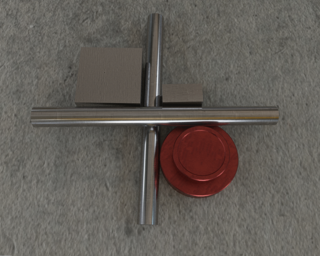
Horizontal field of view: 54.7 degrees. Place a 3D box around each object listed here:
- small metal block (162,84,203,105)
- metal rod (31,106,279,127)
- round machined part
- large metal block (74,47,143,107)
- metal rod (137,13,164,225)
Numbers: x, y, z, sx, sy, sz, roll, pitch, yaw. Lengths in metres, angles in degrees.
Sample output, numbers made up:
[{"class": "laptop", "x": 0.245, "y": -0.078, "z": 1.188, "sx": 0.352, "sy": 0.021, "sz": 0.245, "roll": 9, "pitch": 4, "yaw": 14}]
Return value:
[{"class": "small metal block", "x": 0.028, "y": -0.036, "z": 0.410, "sx": 0.050, "sy": 0.050, "sz": 0.025, "roll": -1, "pitch": 70, "yaw": -1}, {"class": "metal rod", "x": -0.002, "y": -0.015, "z": 0.388, "sx": 0.302, "sy": 0.025, "sz": 0.025, "roll": -1, "pitch": 70, "yaw": -5}, {"class": "round machined part", "x": 0.049, "y": 0.036, "z": 0.387, "sx": 0.099, "sy": 0.042, "sz": 0.098, "roll": 0, "pitch": 70, "yaw": -1}, {"class": "large metal block", "x": -0.064, "y": -0.060, "z": 0.416, "sx": 0.081, "sy": 0.050, "sz": 0.080, "roll": 1, "pitch": 70, "yaw": 0}, {"class": "metal rod", "x": -0.011, "y": -0.025, "z": 0.418, "sx": 0.025, "sy": 0.025, "sz": 0.299, "roll": 2, "pitch": 70, "yaw": 0}]
